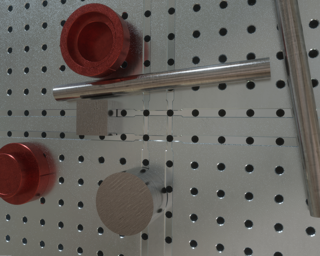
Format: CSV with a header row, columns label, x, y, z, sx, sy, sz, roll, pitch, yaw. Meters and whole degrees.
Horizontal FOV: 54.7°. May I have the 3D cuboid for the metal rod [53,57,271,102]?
label,x,y,z,sx,sy,sz,roll,pitch,yaw
metal rod,-0.011,-0.062,0.416,0.301,0.025,0.025,-4,89,19

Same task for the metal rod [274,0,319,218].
label,x,y,z,sx,sy,sz,roll,pitch,yaw
metal rod,0.161,-0.050,0.355,0.025,0.025,0.298,-9,87,20

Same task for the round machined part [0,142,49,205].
label,x,y,z,sx,sy,sz,roll,pitch,yaw
round machined part,-0.228,0.072,0.484,0.098,0.042,0.097,0,90,20

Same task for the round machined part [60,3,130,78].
label,x,y,z,sx,sy,sz,roll,pitch,yaw
round machined part,-0.086,-0.118,0.434,0.098,0.042,0.097,0,90,20

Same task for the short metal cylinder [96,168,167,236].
label,x,y,z,sx,sy,sz,roll,pitch,yaw
short metal cylinder,-0.037,0.095,0.412,0.080,0.050,0.080,0,90,20

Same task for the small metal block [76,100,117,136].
label,x,y,z,sx,sy,sz,roll,pitch,yaw
small metal block,-0.091,-0.014,0.445,0.050,0.025,0.050,1,90,20
